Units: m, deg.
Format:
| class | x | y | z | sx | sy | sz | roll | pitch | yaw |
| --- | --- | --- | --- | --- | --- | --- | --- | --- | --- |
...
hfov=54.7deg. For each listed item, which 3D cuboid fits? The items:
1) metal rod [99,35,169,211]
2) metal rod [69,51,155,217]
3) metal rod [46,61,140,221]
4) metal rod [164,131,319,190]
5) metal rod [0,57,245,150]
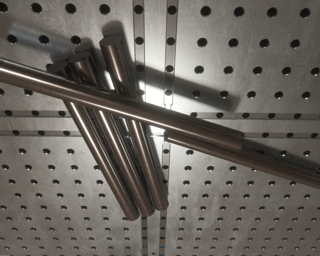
| class | x | y | z | sx | sy | sz | roll | pitch | yaw |
| --- | --- | --- | --- | --- | --- | --- | --- | --- | --- |
| metal rod | -0.025 | 0.018 | 0.426 | 0.025 | 0.025 | 0.298 | -9 | 130 | 7 |
| metal rod | -0.055 | 0.032 | 0.437 | 0.025 | 0.025 | 0.299 | -11 | 130 | 8 |
| metal rod | -0.082 | 0.041 | 0.445 | 0.025 | 0.025 | 0.299 | -11 | 130 | 8 |
| metal rod | 0.148 | 0.051 | 0.456 | 0.302 | 0.025 | 0.025 | 18 | 128 | -16 |
| metal rod | -0.040 | -0.024 | 0.356 | 0.302 | 0.025 | 0.025 | 16 | 128 | -14 |
